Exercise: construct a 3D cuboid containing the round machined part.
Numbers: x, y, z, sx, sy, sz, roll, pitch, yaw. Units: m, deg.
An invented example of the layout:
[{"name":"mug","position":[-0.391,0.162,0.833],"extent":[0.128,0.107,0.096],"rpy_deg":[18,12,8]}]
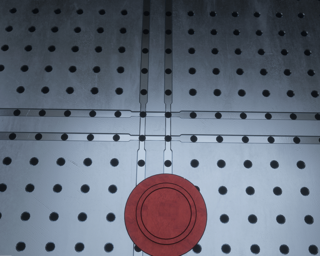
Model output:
[{"name":"round machined part","position":[0.007,0.102,0.366],"extent":[0.099,0.042,0.098],"rpy_deg":[0,70,-1]}]
